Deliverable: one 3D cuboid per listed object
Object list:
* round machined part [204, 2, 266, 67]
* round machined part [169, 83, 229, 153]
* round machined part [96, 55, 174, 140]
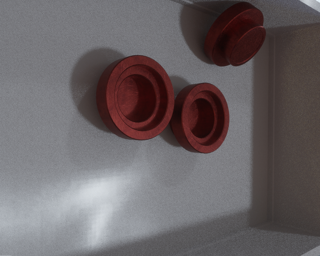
[{"bbox_3d":[0.117,-0.131,0.461,0.099,0.042,0.098,-29,150,-18],"label":"round machined part"},{"bbox_3d":[0.052,-0.014,0.441,0.099,0.042,0.097,0,90,-40],"label":"round machined part"},{"bbox_3d":[-0.033,-0.035,0.370,0.099,0.042,0.097,0,90,-40],"label":"round machined part"}]
